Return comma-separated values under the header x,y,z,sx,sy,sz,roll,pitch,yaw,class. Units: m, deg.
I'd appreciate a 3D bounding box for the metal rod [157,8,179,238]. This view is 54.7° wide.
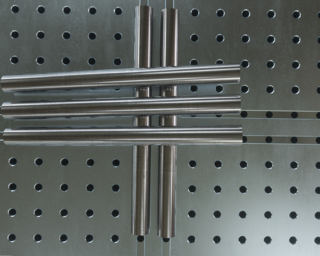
x,y,z,sx,sy,sz,roll,pitch,yaw,class
0.011,-0.006,0.414,0.025,0.025,0.298,1,90,-1,metal rod

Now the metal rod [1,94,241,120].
x,y,z,sx,sy,sz,roll,pitch,yaw,class
-0.054,-0.026,0.392,0.302,0.025,0.025,-1,90,7,metal rod

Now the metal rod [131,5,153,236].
x,y,z,sx,sy,sz,roll,pitch,yaw,class
-0.024,-0.010,0.413,0.025,0.025,0.298,1,90,-1,metal rod

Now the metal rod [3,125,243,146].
x,y,z,sx,sy,sz,roll,pitch,yaw,class
-0.052,0.010,0.392,0.302,0.025,0.025,0,90,8,metal rod

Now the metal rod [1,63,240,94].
x,y,z,sx,sy,sz,roll,pitch,yaw,class
-0.054,-0.062,0.392,0.302,0.025,0.025,-1,90,7,metal rod
